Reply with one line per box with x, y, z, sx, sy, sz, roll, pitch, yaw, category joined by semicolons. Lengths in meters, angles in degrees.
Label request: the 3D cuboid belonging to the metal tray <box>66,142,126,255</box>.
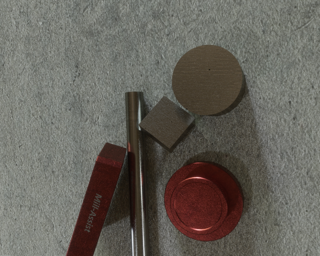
-0.079;0.091;0.398;0.030;0.090;0.129;18;97;-6;metal tray

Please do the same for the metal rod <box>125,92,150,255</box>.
-0.029;0.101;0.418;0.025;0.025;0.298;-3;89;19;metal rod

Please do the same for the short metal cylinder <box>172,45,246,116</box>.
0.060;-0.054;0.374;0.080;0.050;0.079;0;90;19;short metal cylinder

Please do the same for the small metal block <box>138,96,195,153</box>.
0.010;-0.004;0.396;0.050;0.025;0.050;37;78;15;small metal block

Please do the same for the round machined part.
0.051;0.091;0.381;0.098;0.042;0.097;0;90;19;round machined part
